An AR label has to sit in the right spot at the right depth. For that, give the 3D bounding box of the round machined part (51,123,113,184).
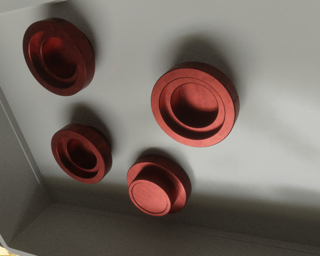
[{"bbox_3d":[-0.115,0.035,0.480,0.098,0.042,0.097,13,124,21],"label":"round machined part"}]

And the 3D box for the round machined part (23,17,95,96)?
[{"bbox_3d":[-0.126,-0.095,0.406,0.098,0.042,0.097,13,124,21],"label":"round machined part"}]

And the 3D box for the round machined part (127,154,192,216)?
[{"bbox_3d":[-0.007,0.091,0.457,0.098,0.042,0.097,13,124,21],"label":"round machined part"}]

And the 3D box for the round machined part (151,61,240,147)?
[{"bbox_3d":[0.043,-0.030,0.357,0.098,0.042,0.097,13,124,21],"label":"round machined part"}]
